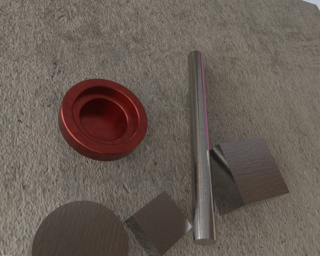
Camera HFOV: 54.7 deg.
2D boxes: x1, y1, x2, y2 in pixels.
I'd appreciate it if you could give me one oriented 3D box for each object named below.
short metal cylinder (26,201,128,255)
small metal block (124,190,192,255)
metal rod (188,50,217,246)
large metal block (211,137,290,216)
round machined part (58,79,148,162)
[{"bbox_3d":[-0.075,0.112,0.280,0.081,0.050,0.080,14,56,-21],"label":"short metal cylinder"},{"bbox_3d":[-0.002,0.106,0.340,0.050,0.025,0.050,-31,79,-38],"label":"small metal block"},{"bbox_3d":[0.053,0.002,0.419,0.025,0.025,0.300,17,50,-19],"label":"metal rod"},{"bbox_3d":[0.110,0.063,0.411,0.081,0.050,0.080,-5,65,-31],"label":"large metal block"},{"bbox_3d":[-0.068,-0.006,0.361,0.099,0.042,0.098,14,56,-21],"label":"round machined part"}]
